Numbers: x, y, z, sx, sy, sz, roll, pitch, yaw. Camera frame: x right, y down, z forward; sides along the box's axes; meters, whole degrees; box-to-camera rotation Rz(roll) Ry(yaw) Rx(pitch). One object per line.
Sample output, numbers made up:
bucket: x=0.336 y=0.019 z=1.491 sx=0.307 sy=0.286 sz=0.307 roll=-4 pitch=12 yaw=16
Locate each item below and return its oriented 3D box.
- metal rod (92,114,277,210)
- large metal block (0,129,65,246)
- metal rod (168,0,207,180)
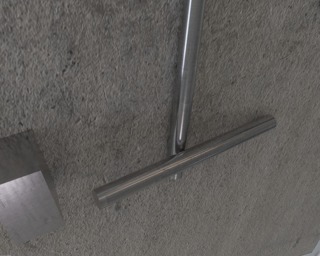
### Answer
metal rod: x=0.052 y=0.036 z=0.427 sx=0.302 sy=0.025 sz=0.025 roll=-20 pitch=127 yaw=-28
large metal block: x=-0.144 y=0.060 z=0.330 sx=0.050 sy=0.080 sz=0.079 roll=-20 pitch=126 yaw=-17
metal rod: x=0.032 y=-0.060 z=0.387 sx=0.025 sy=0.025 sz=0.298 roll=-10 pitch=123 yaw=-23
